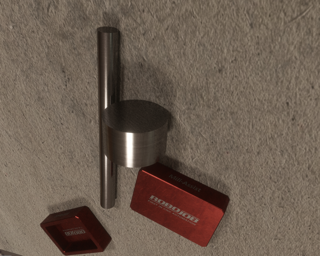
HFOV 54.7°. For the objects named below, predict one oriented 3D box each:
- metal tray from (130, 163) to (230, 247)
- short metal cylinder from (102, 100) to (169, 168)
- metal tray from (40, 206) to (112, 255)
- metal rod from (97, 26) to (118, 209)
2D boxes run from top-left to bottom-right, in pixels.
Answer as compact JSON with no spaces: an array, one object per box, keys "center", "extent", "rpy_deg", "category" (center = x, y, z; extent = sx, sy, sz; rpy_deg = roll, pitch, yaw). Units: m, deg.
[{"center":[0.025,0.111,0.458],"extent":[0.130,0.030,0.089],"rpy_deg":[24,127,12],"category":"metal tray"},{"center":[-0.031,0.005,0.389],"extent":[0.080,0.080,0.050],"rpy_deg":[16,125,19],"category":"short metal cylinder"},{"center":[-0.170,0.208,0.618],"extent":[0.130,0.030,0.090],"rpy_deg":[-22,107,35],"category":"metal tray"},{"center":[-0.076,0.007,0.448],"extent":[0.025,0.025,0.298],"rpy_deg":[18,126,17],"category":"metal rod"}]
